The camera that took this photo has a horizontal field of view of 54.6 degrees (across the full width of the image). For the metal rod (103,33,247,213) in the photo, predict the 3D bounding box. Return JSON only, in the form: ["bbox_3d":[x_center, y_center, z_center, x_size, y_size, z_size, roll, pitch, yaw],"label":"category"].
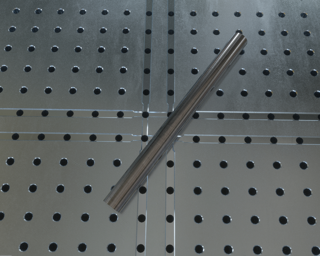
[{"bbox_3d":[0.030,-0.018,0.418,0.025,0.025,0.300,35,73,12],"label":"metal rod"}]
